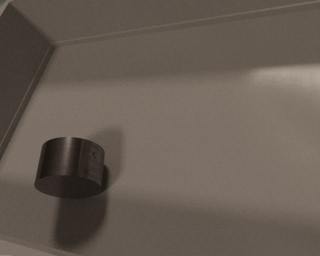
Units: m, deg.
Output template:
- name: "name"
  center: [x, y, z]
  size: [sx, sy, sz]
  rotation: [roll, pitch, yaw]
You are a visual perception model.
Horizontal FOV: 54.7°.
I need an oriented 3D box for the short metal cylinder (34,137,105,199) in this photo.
- name: "short metal cylinder"
  center: [-0.113, 0.053, 0.396]
  size: [0.080, 0.080, 0.050]
  rotation: [-14, 56, 20]
